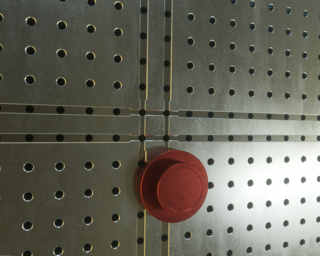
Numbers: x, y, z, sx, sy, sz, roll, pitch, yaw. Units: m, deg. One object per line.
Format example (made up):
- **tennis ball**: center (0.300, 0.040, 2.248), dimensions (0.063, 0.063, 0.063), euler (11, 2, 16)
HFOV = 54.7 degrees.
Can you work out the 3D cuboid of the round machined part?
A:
- **round machined part**: center (0.022, 0.078, 0.413), dimensions (0.099, 0.042, 0.097), euler (0, 90, -21)
